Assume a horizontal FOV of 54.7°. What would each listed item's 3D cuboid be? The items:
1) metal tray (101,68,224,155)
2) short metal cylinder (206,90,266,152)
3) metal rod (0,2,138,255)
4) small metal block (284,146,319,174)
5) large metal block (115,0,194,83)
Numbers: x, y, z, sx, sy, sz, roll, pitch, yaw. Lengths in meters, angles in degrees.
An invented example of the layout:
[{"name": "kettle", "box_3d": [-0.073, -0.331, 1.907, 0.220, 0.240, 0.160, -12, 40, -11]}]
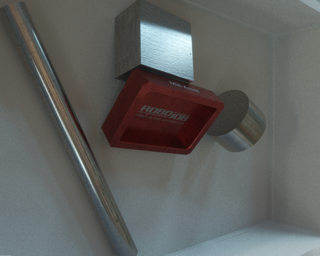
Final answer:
[{"name": "metal tray", "box_3d": [0.007, -0.013, 0.378, 0.131, 0.030, 0.089, 10, 123, -40]}, {"name": "short metal cylinder", "box_3d": [0.110, -0.010, 0.466, 0.050, 0.080, 0.080, 38, 67, -34]}, {"name": "metal rod", "box_3d": [-0.089, 0.020, 0.333, 0.025, 0.025, 0.298, -33, 111, -35]}, {"name": "small metal block", "box_3d": [0.294, 0.066, 0.644, 0.025, 0.050, 0.050, 49, 61, -30]}, {"name": "large metal block", "box_3d": [-0.007, -0.096, 0.376, 0.081, 0.050, 0.080, 10, 72, -40]}]
